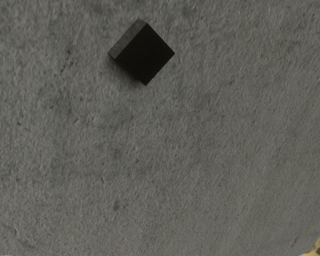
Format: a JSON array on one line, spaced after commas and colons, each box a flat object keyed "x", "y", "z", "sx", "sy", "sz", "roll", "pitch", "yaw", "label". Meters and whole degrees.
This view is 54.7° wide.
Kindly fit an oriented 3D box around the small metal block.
[{"x": -0.020, "y": -0.084, "z": 0.345, "sx": 0.050, "sy": 0.025, "sz": 0.050, "roll": -47, "pitch": 130, "yaw": 5, "label": "small metal block"}]
